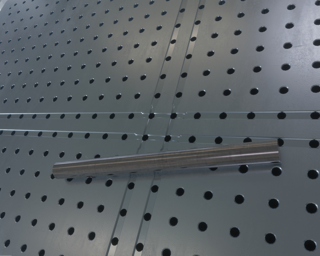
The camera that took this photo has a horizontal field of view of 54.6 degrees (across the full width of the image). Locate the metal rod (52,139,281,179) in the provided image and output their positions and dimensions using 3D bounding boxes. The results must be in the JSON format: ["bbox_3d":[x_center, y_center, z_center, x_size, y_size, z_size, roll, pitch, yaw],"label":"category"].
[{"bbox_3d":[-0.010,0.043,0.388,0.300,0.025,0.025,-8,58,24],"label":"metal rod"}]
